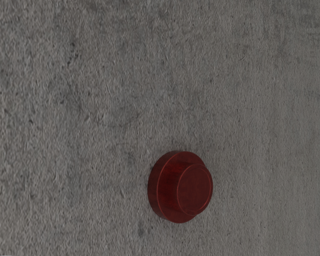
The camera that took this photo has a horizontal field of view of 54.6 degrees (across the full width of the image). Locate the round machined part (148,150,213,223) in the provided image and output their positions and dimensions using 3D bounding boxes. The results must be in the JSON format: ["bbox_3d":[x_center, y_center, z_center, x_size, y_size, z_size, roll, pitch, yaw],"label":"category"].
[{"bbox_3d":[0.034,0.080,0.422,0.099,0.042,0.097,0,90,-40],"label":"round machined part"}]
